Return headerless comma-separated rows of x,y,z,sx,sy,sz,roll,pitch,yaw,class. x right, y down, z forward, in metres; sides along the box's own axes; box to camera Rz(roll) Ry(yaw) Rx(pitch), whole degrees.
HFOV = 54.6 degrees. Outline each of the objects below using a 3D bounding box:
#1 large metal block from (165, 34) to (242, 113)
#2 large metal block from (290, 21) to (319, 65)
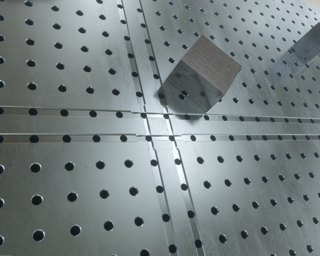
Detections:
0.069,-0.085,0.480,0.080,0.050,0.080,38,51,-3,large metal block
0.346,-0.190,0.674,0.081,0.080,0.050,-29,78,-37,large metal block
